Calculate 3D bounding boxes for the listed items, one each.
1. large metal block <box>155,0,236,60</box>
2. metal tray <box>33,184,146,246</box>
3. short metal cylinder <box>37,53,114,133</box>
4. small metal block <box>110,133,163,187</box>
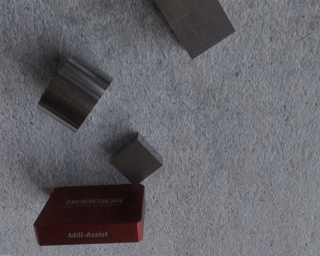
[{"bbox_3d":[0.031,-0.127,0.334,0.050,0.080,0.080,-32,107,11],"label":"large metal block"},{"bbox_3d":[-0.087,0.113,0.415,0.131,0.090,0.030,-2,110,0],"label":"metal tray"},{"bbox_3d":[-0.098,-0.041,0.364,0.050,0.080,0.080,35,106,-12],"label":"short metal cylinder"},{"bbox_3d":[-0.032,0.043,0.425,0.050,0.025,0.050,-39,106,13],"label":"small metal block"}]
